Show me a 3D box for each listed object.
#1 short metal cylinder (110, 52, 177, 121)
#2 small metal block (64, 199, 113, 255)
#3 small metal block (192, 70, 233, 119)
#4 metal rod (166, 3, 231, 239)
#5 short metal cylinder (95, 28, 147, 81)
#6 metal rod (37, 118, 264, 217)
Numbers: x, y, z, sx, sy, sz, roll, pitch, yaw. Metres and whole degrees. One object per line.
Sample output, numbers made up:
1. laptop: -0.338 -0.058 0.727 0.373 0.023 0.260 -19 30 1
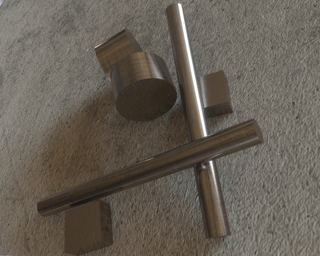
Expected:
1. short metal cylinder: -0.023 -0.054 0.413 0.080 0.080 0.050 -26 53 12
2. small metal block: -0.087 0.121 0.375 0.050 0.025 0.050 -22 54 15
3. small metal block: 0.062 -0.041 0.396 0.050 0.025 0.050 -14 56 20
4. metal rod: 0.039 -0.027 0.368 0.025 0.025 0.299 -17 65 19
5. short metal cylinder: -0.051 -0.098 0.455 0.050 0.080 0.080 -27 52 11
6. metal rod: -0.032 0.055 0.355 0.300 0.025 0.025 -23 53 26
